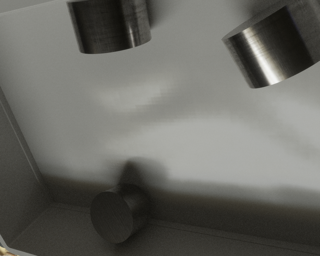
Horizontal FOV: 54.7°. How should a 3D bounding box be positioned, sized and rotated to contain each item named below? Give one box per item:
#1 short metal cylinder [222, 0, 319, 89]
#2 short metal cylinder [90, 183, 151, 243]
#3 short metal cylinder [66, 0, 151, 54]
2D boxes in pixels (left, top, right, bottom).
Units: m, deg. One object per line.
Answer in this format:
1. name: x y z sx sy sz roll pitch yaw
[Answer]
1. short metal cylinder: 0.102 -0.077 0.271 0.080 0.080 0.050 -24 105 36
2. short metal cylinder: -0.062 0.133 0.490 0.080 0.050 0.079 3 97 28
3. short metal cylinder: -0.053 -0.115 0.330 0.080 0.080 0.050 5 121 26
